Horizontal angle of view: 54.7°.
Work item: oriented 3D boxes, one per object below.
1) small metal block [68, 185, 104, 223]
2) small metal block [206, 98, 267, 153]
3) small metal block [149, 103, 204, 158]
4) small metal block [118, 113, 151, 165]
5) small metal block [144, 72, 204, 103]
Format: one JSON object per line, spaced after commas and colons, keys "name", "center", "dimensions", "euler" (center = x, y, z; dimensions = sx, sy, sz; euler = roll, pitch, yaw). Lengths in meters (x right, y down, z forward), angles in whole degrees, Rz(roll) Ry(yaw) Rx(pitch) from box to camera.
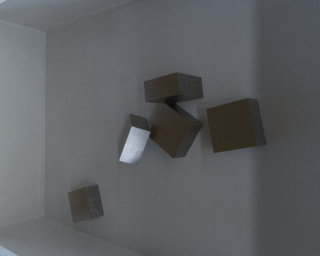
{"name": "small metal block", "center": [-0.121, 0.123, 0.504], "dimensions": [0.050, 0.025, 0.050], "euler": [-22, 76, 37]}
{"name": "small metal block", "center": [0.082, -0.002, 0.338], "dimensions": [0.050, 0.025, 0.050], "euler": [-14, 81, 38]}
{"name": "small metal block", "center": [0.018, 0.002, 0.390], "dimensions": [0.050, 0.025, 0.050], "euler": [40, 114, 32]}
{"name": "small metal block", "center": [-0.036, 0.014, 0.417], "dimensions": [0.050, 0.025, 0.050], "euler": [-111, 41, -67]}
{"name": "small metal block", "center": [0.017, -0.046, 0.375], "dimensions": [0.050, 0.050, 0.025], "euler": [-9, 85, 39]}
